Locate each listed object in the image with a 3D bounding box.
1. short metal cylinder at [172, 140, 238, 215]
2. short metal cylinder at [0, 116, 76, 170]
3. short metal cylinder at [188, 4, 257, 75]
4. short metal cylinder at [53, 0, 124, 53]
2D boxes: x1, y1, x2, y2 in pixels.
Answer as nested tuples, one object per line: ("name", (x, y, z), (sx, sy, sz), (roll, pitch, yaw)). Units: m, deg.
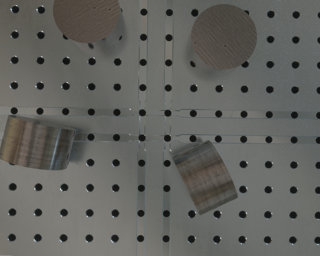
("short metal cylinder", (0.055, 0.061, 0.387), (0.050, 0.080, 0.080), (-25, 90, 0))
("short metal cylinder", (-0.150, 0.017, 0.384), (0.080, 0.080, 0.050), (13, 90, -1))
("short metal cylinder", (0.078, -0.111, 0.402), (0.081, 0.050, 0.079), (0, 90, -1))
("short metal cylinder", (-0.089, -0.143, 0.400), (0.081, 0.050, 0.079), (0, 90, -1))
